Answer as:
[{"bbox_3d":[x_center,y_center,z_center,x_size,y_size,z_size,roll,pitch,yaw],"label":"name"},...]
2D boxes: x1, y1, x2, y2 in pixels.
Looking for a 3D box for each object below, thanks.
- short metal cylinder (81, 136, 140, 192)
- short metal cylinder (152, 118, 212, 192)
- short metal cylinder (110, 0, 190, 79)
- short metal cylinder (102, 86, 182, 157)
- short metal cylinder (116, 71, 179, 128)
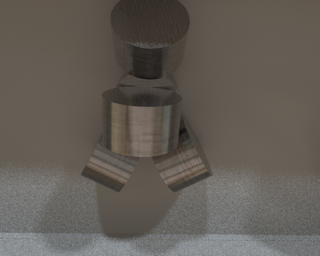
[{"bbox_3d":[-0.058,0.034,0.392,0.050,0.080,0.080,28,108,-9],"label":"short metal cylinder"},{"bbox_3d":[0.026,0.034,0.393,0.050,0.080,0.080,-27,108,10],"label":"short metal cylinder"},{"bbox_3d":[-0.011,-0.100,0.336,0.081,0.080,0.050,4,153,-2],"label":"short metal cylinder"},{"bbox_3d":[-0.019,-0.010,0.323,0.081,0.080,0.050,3,110,-1],"label":"short metal cylinder"},{"bbox_3d":[-0.016,-0.035,0.382,0.081,0.050,0.079,0,110,0],"label":"short metal cylinder"}]
